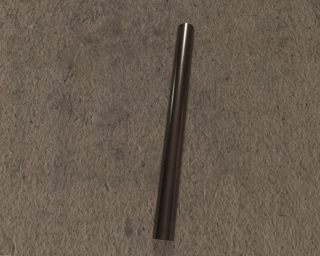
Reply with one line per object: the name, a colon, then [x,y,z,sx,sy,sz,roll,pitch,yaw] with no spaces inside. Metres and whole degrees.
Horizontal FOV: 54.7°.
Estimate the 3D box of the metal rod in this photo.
metal rod: [0.021,-0.009,0.411,0.025,0.025,0.299,7,70,2]
